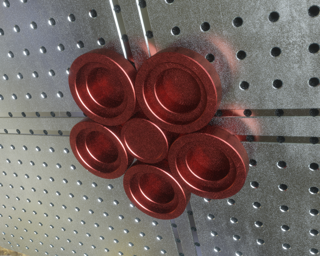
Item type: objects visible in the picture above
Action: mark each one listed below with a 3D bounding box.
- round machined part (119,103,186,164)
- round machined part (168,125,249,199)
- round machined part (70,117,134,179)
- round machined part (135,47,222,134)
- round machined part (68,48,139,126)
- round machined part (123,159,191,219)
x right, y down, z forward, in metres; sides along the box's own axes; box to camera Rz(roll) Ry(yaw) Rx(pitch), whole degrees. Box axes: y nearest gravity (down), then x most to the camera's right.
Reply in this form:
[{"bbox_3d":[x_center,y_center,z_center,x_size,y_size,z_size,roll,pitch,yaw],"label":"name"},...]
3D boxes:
[{"bbox_3d":[-0.012,0.008,0.412,0.098,0.042,0.097,13,124,21],"label":"round machined part"},{"bbox_3d":[0.063,0.038,0.391,0.098,0.042,0.097,13,124,21],"label":"round machined part"},{"bbox_3d":[-0.080,0.024,0.457,0.098,0.042,0.097,13,124,21],"label":"round machined part"},{"bbox_3d":[0.024,-0.046,0.359,0.098,0.042,0.097,13,124,21],"label":"round machined part"},{"bbox_3d":[-0.065,-0.055,0.401,0.098,0.042,0.097,13,124,21],"label":"round machined part"},{"bbox_3d":[-0.001,0.082,0.451,0.098,0.042,0.097,13,124,21],"label":"round machined part"}]
